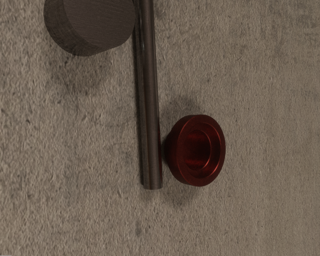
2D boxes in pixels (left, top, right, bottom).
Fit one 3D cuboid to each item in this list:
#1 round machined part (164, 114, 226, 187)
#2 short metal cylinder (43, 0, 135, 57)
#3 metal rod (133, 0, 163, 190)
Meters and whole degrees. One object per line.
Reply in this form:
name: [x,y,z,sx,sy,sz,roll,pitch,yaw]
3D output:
round machined part: [0.045,0.030,0.434,0.099,0.042,0.097,0,90,-40]
short metal cylinder: [-0.074,-0.120,0.328,0.081,0.050,0.079,0,90,-40]
metal rod: [-0.016,-0.072,0.392,0.025,0.025,0.298,-5,94,-40]
